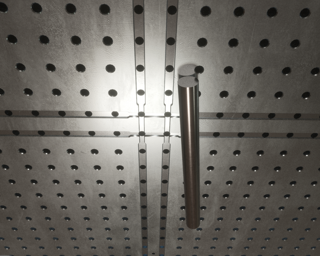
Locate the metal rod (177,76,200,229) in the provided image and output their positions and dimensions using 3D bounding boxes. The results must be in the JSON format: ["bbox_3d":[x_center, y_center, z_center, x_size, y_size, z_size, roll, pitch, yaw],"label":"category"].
[{"bbox_3d":[0.046,0.058,0.461,0.025,0.025,0.298,-4,130,3],"label":"metal rod"}]
